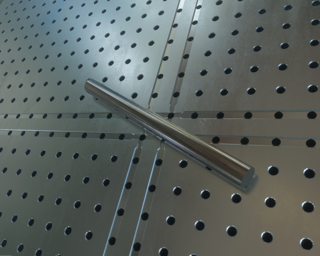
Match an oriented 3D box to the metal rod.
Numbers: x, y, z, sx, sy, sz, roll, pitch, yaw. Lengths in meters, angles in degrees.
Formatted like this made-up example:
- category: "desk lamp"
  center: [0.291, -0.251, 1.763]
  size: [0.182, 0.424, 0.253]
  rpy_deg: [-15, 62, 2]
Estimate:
- category: "metal rod"
  center: [-0.010, -0.008, 0.417]
  size: [0.300, 0.025, 0.025]
  rpy_deg: [31, 79, 37]
